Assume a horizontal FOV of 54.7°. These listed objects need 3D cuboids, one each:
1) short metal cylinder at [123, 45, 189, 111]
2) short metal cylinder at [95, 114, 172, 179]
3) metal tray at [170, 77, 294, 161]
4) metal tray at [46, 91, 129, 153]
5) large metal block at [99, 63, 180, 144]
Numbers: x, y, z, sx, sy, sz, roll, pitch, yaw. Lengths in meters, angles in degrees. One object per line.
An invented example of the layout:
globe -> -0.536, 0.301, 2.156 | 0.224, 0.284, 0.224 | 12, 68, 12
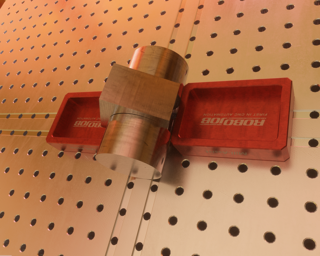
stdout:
short metal cylinder -> -0.006, -0.064, 0.415 | 0.080, 0.080, 0.050 | 1, 63, 29
short metal cylinder -> -0.031, 0.024, 0.374 | 0.080, 0.080, 0.050 | 2, 63, 29
metal tray -> 0.085, -0.012, 0.367 | 0.130, 0.030, 0.090 | 1, 62, 28
metal tray -> -0.099, -0.010, 0.463 | 0.130, 0.030, 0.090 | 1, 62, 28
large metal block -> -0.027, -0.027, 0.385 | 0.080, 0.080, 0.050 | 17, 66, -2
